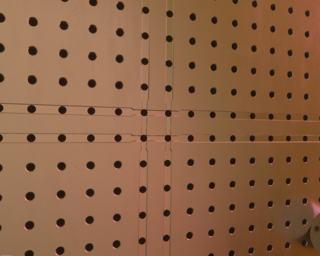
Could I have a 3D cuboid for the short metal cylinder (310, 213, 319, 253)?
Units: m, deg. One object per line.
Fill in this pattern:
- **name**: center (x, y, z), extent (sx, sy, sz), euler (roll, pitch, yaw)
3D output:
- **short metal cylinder**: center (0.290, 0.173, 0.491), extent (0.050, 0.080, 0.080), euler (31, 80, -18)
